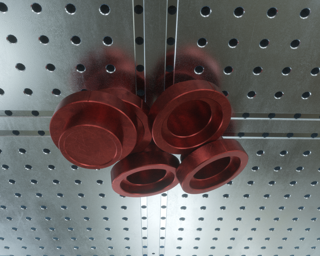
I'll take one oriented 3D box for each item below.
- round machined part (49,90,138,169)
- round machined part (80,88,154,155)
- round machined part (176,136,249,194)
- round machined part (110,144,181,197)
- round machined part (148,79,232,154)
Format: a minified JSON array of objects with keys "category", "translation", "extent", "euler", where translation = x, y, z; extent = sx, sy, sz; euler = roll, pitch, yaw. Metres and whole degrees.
[{"category":"round machined part","translation":[-0.075,0.009,0.351],"extent":[0.099,0.042,0.097],"euler":[-1,130,0]},{"category":"round machined part","translation":[-0.057,-0.010,0.391],"extent":[0.099,0.042,0.097],"euler":[-1,130,0]},{"category":"round machined part","translation":[0.067,0.046,0.425],"extent":[0.099,0.042,0.097],"euler":[-17,143,-13]},{"category":"round machined part","translation":[-0.020,0.058,0.438],"extent":[0.099,0.042,0.098],"euler":[-8,145,-6]},{"category":"round machined part","translation":[0.032,-0.017,0.375],"extent":[0.099,0.042,0.097],"euler":[-11,133,-12]}]
